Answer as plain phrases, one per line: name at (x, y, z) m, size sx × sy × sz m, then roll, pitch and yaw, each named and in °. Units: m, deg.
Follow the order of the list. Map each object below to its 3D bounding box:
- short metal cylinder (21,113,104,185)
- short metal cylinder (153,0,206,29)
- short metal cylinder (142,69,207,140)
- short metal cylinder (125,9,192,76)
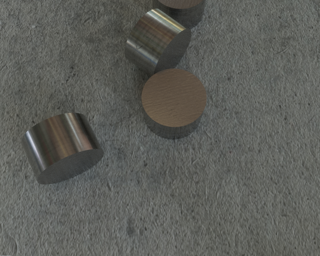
short metal cylinder at (-0.115, 0.025, 0.369) m, size 0.080 × 0.080 × 0.050 m, roll -27°, pitch 73°, yaw -9°
short metal cylinder at (0.029, -0.194, 0.466) m, size 0.081 × 0.050 × 0.080 m, roll 0°, pitch 70°, yaw 0°
short metal cylinder at (0.017, -0.030, 0.406) m, size 0.081 × 0.050 × 0.080 m, roll 0°, pitch 70°, yaw 0°
short metal cylinder at (-0.002, -0.112, 0.420) m, size 0.050 × 0.080 × 0.080 m, roll 38°, pitch 74°, yaw 12°
